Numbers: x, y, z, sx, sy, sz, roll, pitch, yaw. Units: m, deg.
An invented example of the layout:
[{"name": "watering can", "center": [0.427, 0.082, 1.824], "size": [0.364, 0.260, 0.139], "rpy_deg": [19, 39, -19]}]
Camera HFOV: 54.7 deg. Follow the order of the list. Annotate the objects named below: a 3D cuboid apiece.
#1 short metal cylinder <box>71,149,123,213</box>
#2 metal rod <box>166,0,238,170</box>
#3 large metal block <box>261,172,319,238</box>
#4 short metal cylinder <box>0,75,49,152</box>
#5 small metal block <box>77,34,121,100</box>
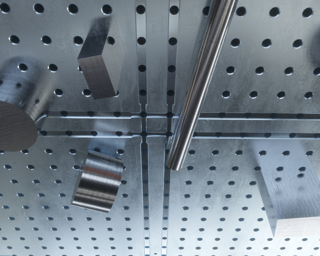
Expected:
[{"name": "short metal cylinder", "center": [-0.089, 0.075, 0.438], "size": [0.050, 0.080, 0.079], "rpy_deg": [18, 128, -15]}, {"name": "metal rod", "center": [0.048, -0.059, 0.361], "size": [0.025, 0.025, 0.298], "rpy_deg": [8, 130, -7]}, {"name": "large metal block", "center": [0.208, 0.117, 0.477], "size": [0.080, 0.080, 0.050], "rpy_deg": [-6, 130, 4]}, {"name": "short metal cylinder", "center": [-0.184, -0.017, 0.379], "size": [0.081, 0.050, 0.079], "rpy_deg": [0, 130, 0]}, {"name": "small metal block", "center": [-0.064, -0.067, 0.337], "size": [0.025, 0.050, 0.050], "rpy_deg": [-9, 130, 7]}]
